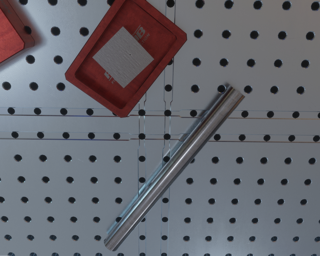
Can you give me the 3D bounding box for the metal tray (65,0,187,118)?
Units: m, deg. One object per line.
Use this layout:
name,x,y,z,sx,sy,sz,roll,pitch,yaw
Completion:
metal tray,-0.041,-0.088,0.377,0.090,0.030,0.130,36,106,-13

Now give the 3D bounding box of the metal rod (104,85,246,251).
metal rod,0.012,0.066,0.438,0.025,0.025,0.299,34,106,-12

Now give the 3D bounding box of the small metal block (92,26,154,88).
small metal block,-0.042,-0.085,0.368,0.050,0.025,0.050,-42,105,13

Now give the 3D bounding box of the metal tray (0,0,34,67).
metal tray,-0.224,-0.132,0.359,0.090,0.030,0.130,-28,108,9
